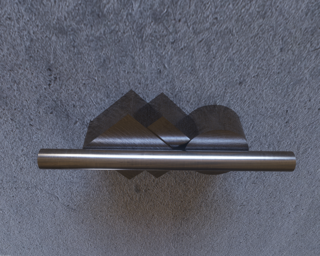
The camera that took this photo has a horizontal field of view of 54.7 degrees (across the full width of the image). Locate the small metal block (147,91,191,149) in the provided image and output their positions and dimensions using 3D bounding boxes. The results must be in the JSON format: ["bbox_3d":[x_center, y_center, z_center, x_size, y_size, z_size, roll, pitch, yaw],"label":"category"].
[{"bbox_3d":[0.011,-0.009,0.385,0.025,0.050,0.050,-35,122,26],"label":"small metal block"}]

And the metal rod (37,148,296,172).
[{"bbox_3d":[0.009,0.039,0.374,0.302,0.025,0.025,1,130,-1],"label":"metal rod"}]

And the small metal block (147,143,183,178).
[{"bbox_3d":[0.006,0.032,0.421,0.050,0.050,0.025,-35,122,25],"label":"small metal block"}]

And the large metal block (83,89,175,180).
[{"bbox_3d":[-0.038,0.011,0.399,0.080,0.050,0.080,-35,122,25],"label":"large metal block"}]

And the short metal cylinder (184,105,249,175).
[{"bbox_3d":[0.070,0.016,0.406,0.081,0.050,0.079,0,130,0],"label":"short metal cylinder"}]
